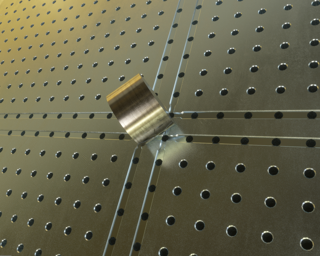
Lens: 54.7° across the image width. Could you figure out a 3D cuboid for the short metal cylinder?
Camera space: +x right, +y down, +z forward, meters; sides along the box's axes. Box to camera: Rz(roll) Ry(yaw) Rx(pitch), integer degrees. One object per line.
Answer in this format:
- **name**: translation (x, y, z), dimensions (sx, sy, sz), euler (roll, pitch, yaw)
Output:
- **short metal cylinder**: translation (-0.024, -0.023, 0.397), dimensions (0.050, 0.080, 0.080), euler (-35, 52, 5)
